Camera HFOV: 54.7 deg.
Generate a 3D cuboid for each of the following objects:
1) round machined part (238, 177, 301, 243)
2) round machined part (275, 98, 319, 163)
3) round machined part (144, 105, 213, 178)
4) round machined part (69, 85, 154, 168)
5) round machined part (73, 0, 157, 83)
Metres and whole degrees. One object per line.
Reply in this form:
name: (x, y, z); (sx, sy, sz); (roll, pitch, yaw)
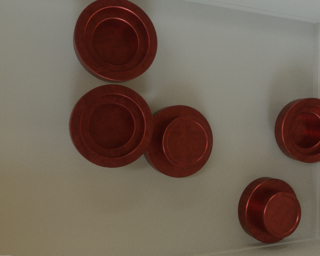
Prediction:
round machined part: (0.171, 0.126, 0.467); (0.099, 0.042, 0.097); (0, 90, -21)
round machined part: (0.222, 0.003, 0.480); (0.099, 0.042, 0.097); (0, 92, -11)
round machined part: (0.028, 0.018, 0.413); (0.099, 0.042, 0.097); (0, 90, -21)
round machined part: (-0.061, -0.002, 0.380); (0.099, 0.042, 0.097); (0, 90, -21)
round machined part: (-0.056, -0.104, 0.381); (0.099, 0.042, 0.097); (0, 90, -21)
